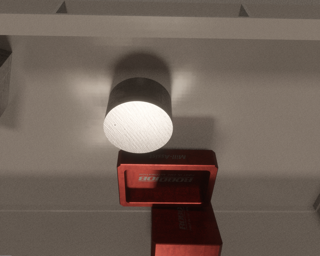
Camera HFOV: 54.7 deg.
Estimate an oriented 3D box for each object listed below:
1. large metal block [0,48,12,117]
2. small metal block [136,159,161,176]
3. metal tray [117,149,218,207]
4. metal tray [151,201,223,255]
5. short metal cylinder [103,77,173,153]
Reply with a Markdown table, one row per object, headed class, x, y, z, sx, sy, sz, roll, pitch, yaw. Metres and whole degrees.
| class | x | y | z | sx | sy | sz | roll | pitch | yaw |
| --- | --- | --- | --- | --- | --- | --- | --- | --- | --- |
| large metal block | -0.219 | -0.052 | 0.345 | 0.081 | 0.050 | 0.079 | 16 | 128 | -14 |
| small metal block | -0.013 | 0.057 | 0.457 | 0.050 | 0.025 | 0.050 | 33 | 123 | -25 |
| metal tray | 0.009 | 0.072 | 0.434 | 0.131 | 0.030 | 0.089 | 1 | 130 | -2 |
| metal tray | 0.033 | 0.134 | 0.453 | 0.091 | 0.130 | 0.030 | 3 | 113 | -3 |
| short metal cylinder | -0.025 | -0.015 | 0.380 | 0.081 | 0.050 | 0.079 | 0 | 130 | 0 |
